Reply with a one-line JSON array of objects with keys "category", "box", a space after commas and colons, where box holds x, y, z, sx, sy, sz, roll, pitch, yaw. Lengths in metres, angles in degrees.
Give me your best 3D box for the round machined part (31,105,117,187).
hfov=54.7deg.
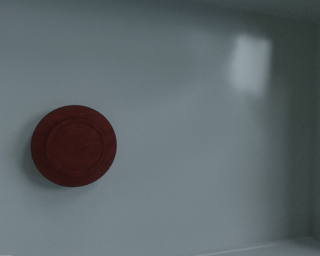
[{"category": "round machined part", "box": [-0.099, 0.022, 0.365, 0.099, 0.042, 0.097, 0, 90, -21]}]
